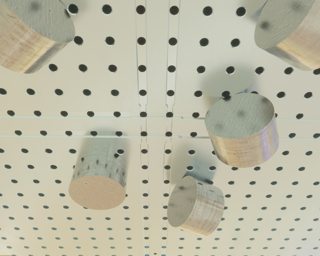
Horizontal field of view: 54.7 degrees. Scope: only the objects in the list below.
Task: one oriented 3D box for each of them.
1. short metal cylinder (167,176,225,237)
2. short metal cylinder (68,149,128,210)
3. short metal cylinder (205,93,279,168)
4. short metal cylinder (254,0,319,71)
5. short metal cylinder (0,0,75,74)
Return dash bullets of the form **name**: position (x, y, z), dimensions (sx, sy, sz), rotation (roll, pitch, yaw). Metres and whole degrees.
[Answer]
- **short metal cylinder**: position (0.054, 0.120, 0.478), dimensions (0.050, 0.080, 0.080), rotation (25, 126, -20)
- **short metal cylinder**: position (-0.089, 0.077, 0.460), dimensions (0.081, 0.050, 0.079), rotation (0, 130, 0)
- **short metal cylinder**: position (0.100, 0.002, 0.378), dimensions (0.080, 0.080, 0.050), rotation (-15, 129, 12)
- **short metal cylinder**: position (0.136, -0.101, 0.291), dimensions (0.050, 0.080, 0.080), rotation (22, 127, -18)
- **short metal cylinder**: position (-0.128, -0.098, 0.290), dimensions (0.050, 0.080, 0.080), rotation (-33, 123, 24)
